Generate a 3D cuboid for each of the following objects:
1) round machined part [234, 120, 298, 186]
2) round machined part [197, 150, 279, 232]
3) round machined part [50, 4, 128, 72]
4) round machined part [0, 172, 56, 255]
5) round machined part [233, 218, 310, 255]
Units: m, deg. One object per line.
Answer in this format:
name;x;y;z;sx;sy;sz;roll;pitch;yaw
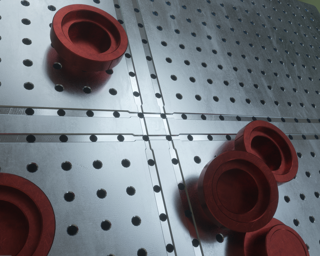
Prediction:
round machined part;0.150;0.040;0.455;0.099;0.042;0.098;14;55;-21
round machined part;0.094;0.080;0.390;0.099;0.042;0.098;4;71;-12
round machined part;-0.096;-0.115;0.416;0.099;0.042;0.098;14;56;-21
round machined part;-0.144;0.091;0.265;0.099;0.042;0.098;14;56;-21
round machined part;0.143;0.157;0.381;0.099;0.042;0.098;14;56;-21
